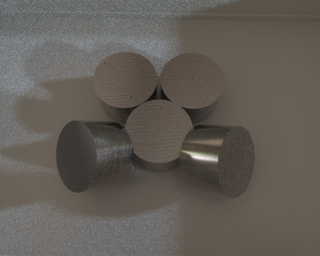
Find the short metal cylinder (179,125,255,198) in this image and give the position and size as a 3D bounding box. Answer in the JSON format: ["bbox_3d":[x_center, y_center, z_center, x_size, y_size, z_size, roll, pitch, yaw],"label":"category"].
[{"bbox_3d":[0.068,0.037,0.359,0.050,0.080,0.080,3,64,43],"label":"short metal cylinder"}]

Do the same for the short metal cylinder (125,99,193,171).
[{"bbox_3d":[-0.001,0.011,0.389,0.081,0.050,0.080,0,70,0],"label":"short metal cylinder"}]

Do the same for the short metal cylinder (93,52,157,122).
[{"bbox_3d":[-0.044,-0.053,0.413,0.081,0.050,0.080,0,70,0],"label":"short metal cylinder"}]

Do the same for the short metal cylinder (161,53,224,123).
[{"bbox_3d":[0.041,-0.052,0.415,0.081,0.050,0.080,0,70,0],"label":"short metal cylinder"}]

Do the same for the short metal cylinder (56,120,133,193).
[{"bbox_3d":[-0.077,0.032,0.360,0.050,0.080,0.080,1,62,-48],"label":"short metal cylinder"}]
